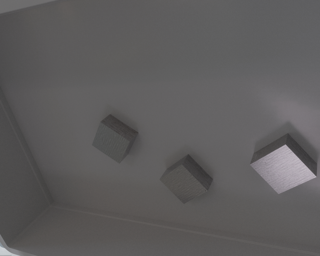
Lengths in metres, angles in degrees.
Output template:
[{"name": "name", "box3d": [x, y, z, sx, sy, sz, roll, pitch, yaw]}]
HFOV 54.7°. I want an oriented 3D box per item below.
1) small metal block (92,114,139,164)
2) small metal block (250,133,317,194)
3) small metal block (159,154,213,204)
[{"name": "small metal block", "box3d": [-0.066, 0.016, 0.454, 0.050, 0.025, 0.050, 33, 129, 6]}, {"name": "small metal block", "box3d": [0.143, 0.042, 0.359, 0.050, 0.025, 0.050, 46, 129, -4]}, {"name": "small metal block", "box3d": [0.037, 0.072, 0.434, 0.050, 0.025, 0.050, 46, 129, -4]}]
